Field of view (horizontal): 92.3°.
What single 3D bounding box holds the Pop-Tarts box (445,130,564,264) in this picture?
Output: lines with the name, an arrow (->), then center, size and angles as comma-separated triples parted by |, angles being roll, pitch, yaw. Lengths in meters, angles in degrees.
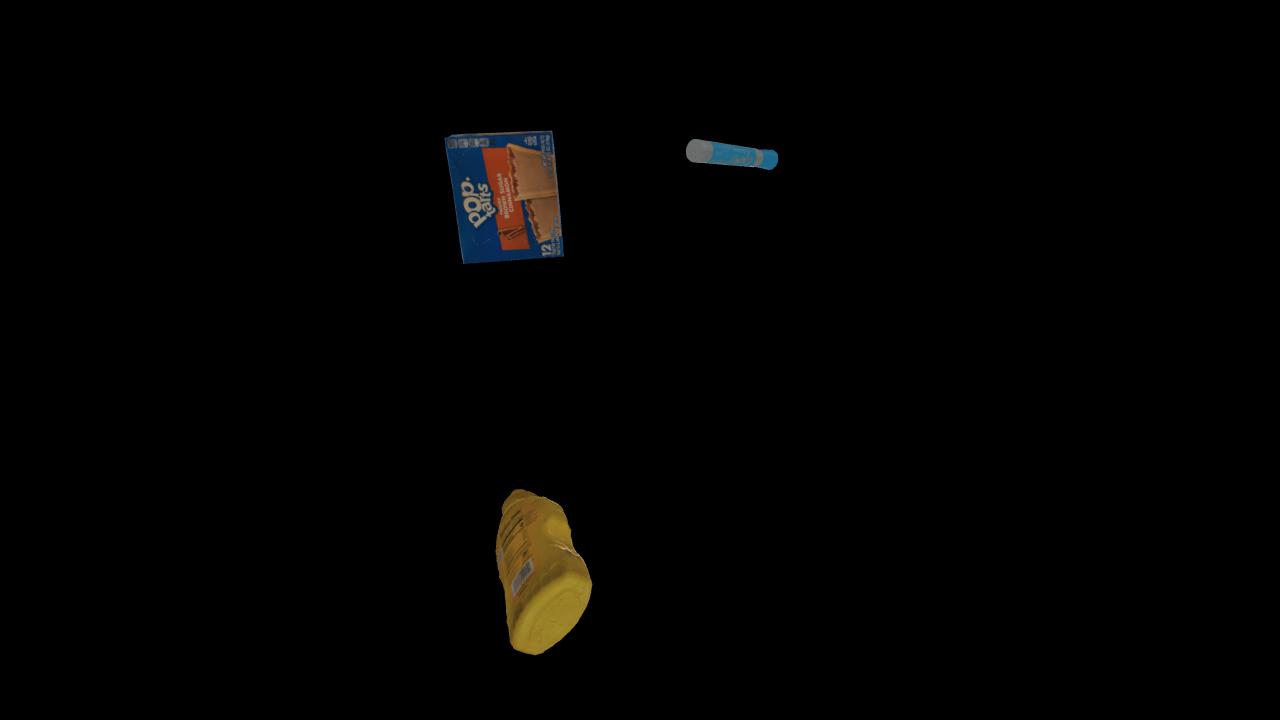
Pop-Tarts box -> -0.184, -0.229, 0.859 | 0.141, 0.167, 0.083 | -5, 21, -6

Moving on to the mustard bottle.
mustard bottle -> -0.105, 0.184, 0.602 | 0.054, 0.092, 0.184 | 25, 12, -29

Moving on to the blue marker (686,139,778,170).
blue marker -> 0.088, -0.185, 0.558 | 0.121, 0.020, 0.020 | -13, 9, -44
